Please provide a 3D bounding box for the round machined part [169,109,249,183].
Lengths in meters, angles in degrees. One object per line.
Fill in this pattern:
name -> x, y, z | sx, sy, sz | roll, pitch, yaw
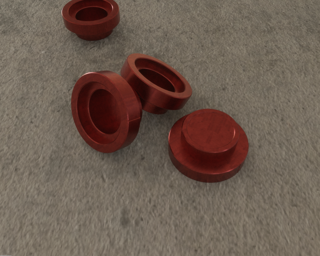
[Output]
round machined part -> 0.060, 0.014, 0.381 | 0.099, 0.042, 0.098 | 0, 50, 0

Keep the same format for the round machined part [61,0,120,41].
round machined part -> -0.121, -0.193, 0.552 | 0.099, 0.042, 0.098 | 0, 50, 0

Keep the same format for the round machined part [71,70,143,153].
round machined part -> -0.061, -0.022, 0.380 | 0.098, 0.097, 0.042 | 35, 33, 25

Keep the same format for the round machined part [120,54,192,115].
round machined part -> -0.009, -0.056, 0.420 | 0.099, 0.042, 0.098 | 24, 31, -15
